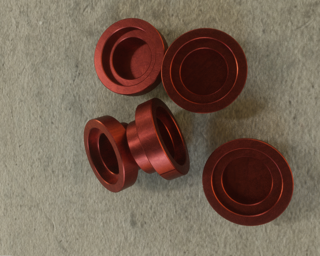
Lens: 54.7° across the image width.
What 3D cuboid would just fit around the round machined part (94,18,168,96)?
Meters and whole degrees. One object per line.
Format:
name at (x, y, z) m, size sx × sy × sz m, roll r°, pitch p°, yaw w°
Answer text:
round machined part at (-0.034, -0.091, 0.411) m, size 0.098 × 0.042 × 0.097 m, roll 0°, pitch 90°, yaw 19°

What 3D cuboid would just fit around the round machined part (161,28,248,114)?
round machined part at (0.054, -0.067, 0.375) m, size 0.098 × 0.042 × 0.097 m, roll 1°, pitch 94°, yaw 10°

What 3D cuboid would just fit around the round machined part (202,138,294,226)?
round machined part at (0.102, 0.060, 0.364) m, size 0.098 × 0.042 × 0.097 m, roll 0°, pitch 90°, yaw 19°

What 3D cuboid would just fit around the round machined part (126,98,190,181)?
round machined part at (-0.005, 0.016, 0.371) m, size 0.042 × 0.098 × 0.098 m, roll -23°, pitch 83°, yaw 18°

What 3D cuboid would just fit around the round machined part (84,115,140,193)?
round machined part at (-0.056, 0.030, 0.402) m, size 0.098 × 0.042 × 0.097 m, roll 27°, pitch 127°, yaw 44°
